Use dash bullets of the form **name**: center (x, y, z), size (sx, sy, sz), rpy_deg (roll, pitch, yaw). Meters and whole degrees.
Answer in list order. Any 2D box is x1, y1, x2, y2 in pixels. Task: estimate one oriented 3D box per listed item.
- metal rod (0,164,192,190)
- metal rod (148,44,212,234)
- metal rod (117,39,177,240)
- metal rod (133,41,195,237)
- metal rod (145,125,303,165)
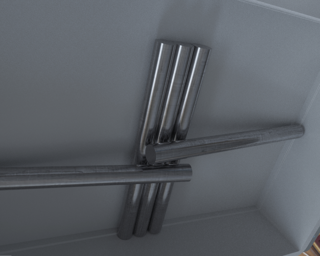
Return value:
- **metal rod**: center (-0.101, 0.058, 0.368), size (0.303, 0.025, 0.025), rpy_deg (2, 118, -23)
- **metal rod**: center (0.020, 0.032, 0.440), size (0.025, 0.025, 0.298), rpy_deg (-2, 119, -28)
- **metal rod**: center (-0.024, 0.033, 0.416), size (0.025, 0.025, 0.298), rpy_deg (-2, 119, -28)
- **metal rod**: center (-0.002, 0.032, 0.427), size (0.025, 0.025, 0.298), rpy_deg (-2, 119, -28)
- **metal rod**: center (0.114, 0.019, 0.461), size (0.303, 0.025, 0.025), rpy_deg (-6, 121, -33)
